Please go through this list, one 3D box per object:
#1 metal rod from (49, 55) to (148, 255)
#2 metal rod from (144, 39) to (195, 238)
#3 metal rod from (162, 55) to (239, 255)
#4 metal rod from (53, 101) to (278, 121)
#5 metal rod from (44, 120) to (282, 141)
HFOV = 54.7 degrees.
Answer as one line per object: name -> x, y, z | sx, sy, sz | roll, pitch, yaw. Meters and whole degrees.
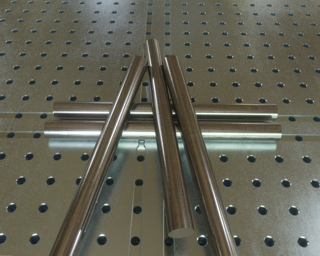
metal rod -> -0.065, 0.029, 0.359 | 0.025, 0.025, 0.300 | 11, 58, 9
metal rod -> 0.004, -0.015, 0.388 | 0.025, 0.025, 0.300 | -5, 50, -4
metal rod -> 0.043, 0.030, 0.359 | 0.025, 0.025, 0.299 | -8, 58, -7
metal rod -> 0.007, -0.023, 0.428 | 0.302, 0.025, 0.025 | 1, 50, 0
metal rod -> 0.004, 0.003, 0.405 | 0.302, 0.025, 0.025 | 1, 50, 0
